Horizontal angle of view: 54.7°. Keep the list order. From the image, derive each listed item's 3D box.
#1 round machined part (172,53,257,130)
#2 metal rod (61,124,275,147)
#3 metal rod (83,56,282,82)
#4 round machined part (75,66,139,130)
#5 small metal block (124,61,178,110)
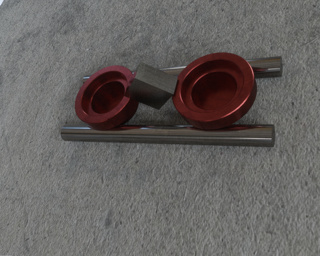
[{"bbox_3d":[0.068,-0.040,0.377,0.098,0.042,0.098,-13,56,21],"label":"round machined part"},{"bbox_3d":[-0.010,0.008,0.405,0.300,0.025,0.025,0,62,28],"label":"metal rod"},{"bbox_3d":[0.013,-0.075,0.443,0.300,0.025,0.025,0,62,28],"label":"metal rod"},{"bbox_3d":[-0.070,-0.039,0.450,0.098,0.042,0.098,-13,56,21],"label":"round machined part"},{"bbox_3d":[-0.012,-0.052,0.394,0.050,0.050,0.025,138,150,-61],"label":"small metal block"}]
